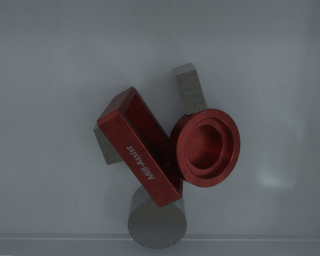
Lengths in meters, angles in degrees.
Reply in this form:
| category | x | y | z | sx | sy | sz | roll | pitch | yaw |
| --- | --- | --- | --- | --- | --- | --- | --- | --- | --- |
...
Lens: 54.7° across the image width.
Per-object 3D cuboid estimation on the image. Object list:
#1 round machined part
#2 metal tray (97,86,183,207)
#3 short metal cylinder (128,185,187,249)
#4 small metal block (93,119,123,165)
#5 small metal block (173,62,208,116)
| category | x | y | z | sx | sy | sz | roll | pitch | yaw |
| --- | --- | --- | --- | --- | --- | --- | --- | --- | --- |
| round machined part | 0.052 | 0.023 | 0.397 | 0.099 | 0.042 | 0.097 | -4 | 97 | -29 |
| metal tray | -0.017 | 0.021 | 0.382 | 0.030 | 0.090 | 0.130 | -29 | 108 | 17 |
| short metal cylinder | -0.004 | 0.124 | 0.444 | 0.081 | 0.050 | 0.079 | 0 | 110 | -1 |
| small metal block | -0.061 | 0.012 | 0.402 | 0.025 | 0.050 | 0.050 | -16 | 110 | 5 |
| small metal block | 0.036 | -0.049 | 0.380 | 0.025 | 0.050 | 0.050 | -17 | 109 | 6 |
